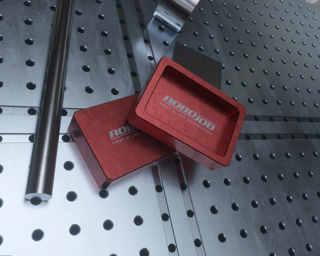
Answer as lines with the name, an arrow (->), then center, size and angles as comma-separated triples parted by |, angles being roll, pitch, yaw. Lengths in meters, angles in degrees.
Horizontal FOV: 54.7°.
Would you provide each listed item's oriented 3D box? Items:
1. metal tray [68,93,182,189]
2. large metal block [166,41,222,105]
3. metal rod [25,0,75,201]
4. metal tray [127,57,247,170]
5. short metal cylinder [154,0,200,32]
metal tray -> -0.033, 0.007, 0.383 | 0.131, 0.030, 0.090 | -22, 73, -36
large metal block -> 0.042, -0.068, 0.456 | 0.080, 0.050, 0.080 | 21, 54, -16
metal rod -> -0.127, -0.062, 0.377 | 0.025, 0.025, 0.299 | 10, 57, -23
metal tray -> 0.037, -0.017, 0.383 | 0.131, 0.030, 0.090 | 30, 64, -12
short metal cylinder -> 0.032, -0.209, 0.518 | 0.050, 0.080, 0.080 | 33, 51, -7
